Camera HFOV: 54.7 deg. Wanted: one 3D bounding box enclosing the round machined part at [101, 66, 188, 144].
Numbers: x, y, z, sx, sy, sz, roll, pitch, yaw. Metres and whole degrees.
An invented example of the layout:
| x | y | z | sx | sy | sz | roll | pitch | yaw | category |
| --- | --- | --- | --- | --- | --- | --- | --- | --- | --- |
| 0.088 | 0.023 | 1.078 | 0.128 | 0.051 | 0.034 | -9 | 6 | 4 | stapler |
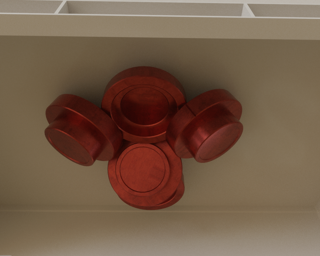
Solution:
| x | y | z | sx | sy | sz | roll | pitch | yaw | category |
| --- | --- | --- | --- | --- | --- | --- | --- | --- | --- |
| -0.018 | -0.031 | 0.368 | 0.099 | 0.042 | 0.097 | 0 | 130 | 0 | round machined part |

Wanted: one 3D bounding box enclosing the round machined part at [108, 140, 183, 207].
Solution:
| x | y | z | sx | sy | sz | roll | pitch | yaw | category |
| --- | --- | --- | --- | --- | --- | --- | --- | --- | --- |
| -0.020 | 0.053 | 0.403 | 0.099 | 0.097 | 0.042 | -5 | 174 | 4 | round machined part |

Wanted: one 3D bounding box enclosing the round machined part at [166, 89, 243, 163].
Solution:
| x | y | z | sx | sy | sz | roll | pitch | yaw | category |
| --- | --- | --- | --- | --- | --- | --- | --- | --- | --- |
| 0.059 | 0.004 | 0.370 | 0.099 | 0.042 | 0.097 | -25 | 146 | -18 | round machined part |

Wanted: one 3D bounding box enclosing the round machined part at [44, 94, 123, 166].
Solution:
| x | y | z | sx | sy | sz | roll | pitch | yaw | category |
| --- | --- | --- | --- | --- | --- | --- | --- | --- | --- |
| -0.098 | 0.009 | 0.374 | 0.098 | 0.042 | 0.097 | 22 | 146 | 16 | round machined part |

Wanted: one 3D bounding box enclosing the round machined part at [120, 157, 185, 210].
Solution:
| x | y | z | sx | sy | sz | roll | pitch | yaw | category |
| --- | --- | --- | --- | --- | --- | --- | --- | --- | --- |
| -0.014 | 0.076 | 0.459 | 0.099 | 0.042 | 0.097 | 0 | 130 | 0 | round machined part |
